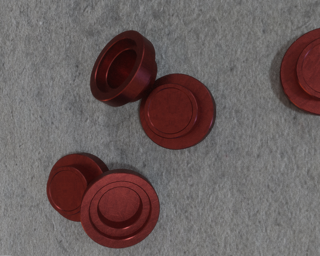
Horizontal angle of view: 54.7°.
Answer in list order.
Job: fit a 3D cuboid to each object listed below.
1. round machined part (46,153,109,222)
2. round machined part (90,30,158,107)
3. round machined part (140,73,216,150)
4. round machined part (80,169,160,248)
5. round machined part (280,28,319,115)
[{"bbox_3d":[-0.120,0.085,0.441,0.098,0.042,0.097,0,90,19],"label":"round machined part"},{"bbox_3d":[-0.042,-0.072,0.399,0.098,0.042,0.098,-20,58,35],"label":"round machined part"},{"bbox_3d":[0.019,-0.021,0.393,0.098,0.042,0.097,0,90,19],"label":"round machined part"},{"bbox_3d":[-0.052,0.100,0.403,0.099,0.042,0.097,-1,96,-11],"label":"round machined part"},{"bbox_3d":[0.183,-0.062,0.336,0.098,0.042,0.097,0,90,19],"label":"round machined part"}]
